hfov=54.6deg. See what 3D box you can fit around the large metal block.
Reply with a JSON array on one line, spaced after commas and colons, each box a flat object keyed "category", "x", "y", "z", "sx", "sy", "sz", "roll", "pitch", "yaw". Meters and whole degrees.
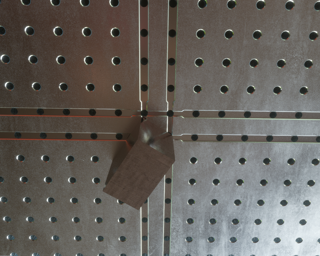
[{"category": "large metal block", "x": -0.025, "y": 0.043, "z": 0.400, "sx": 0.050, "sy": 0.080, "sz": 0.080, "roll": 31, "pitch": 107, "yaw": -11}]
